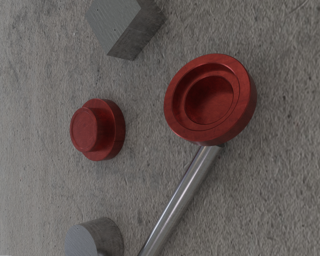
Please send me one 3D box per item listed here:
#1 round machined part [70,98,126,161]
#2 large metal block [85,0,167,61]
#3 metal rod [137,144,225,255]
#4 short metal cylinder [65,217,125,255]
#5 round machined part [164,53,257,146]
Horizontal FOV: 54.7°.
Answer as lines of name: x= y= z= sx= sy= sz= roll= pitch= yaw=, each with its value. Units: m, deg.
round machined part: x=-0.102 y=0.003 z=0.478 sx=0.098 sy=0.042 sz=0.097 roll=0 pitch=90 yaw=40
large metal block: x=-0.049 y=-0.154 z=0.430 sx=0.080 sy=0.050 sz=0.080 roll=-44 pitch=64 yaw=31
metal rod: x=0.000 y=0.140 z=0.405 sx=0.025 sy=0.025 sz=0.298 roll=40 pitch=114 yaw=32
short metal cylinder: x=-0.100 y=0.182 z=0.472 sx=0.080 sy=0.050 sz=0.079 roll=0 pitch=90 yaw=40
round machined part: x=0.056 y=-0.027 z=0.335 sx=0.098 sy=0.042 sz=0.098 roll=-13 pitch=66 yaw=30
